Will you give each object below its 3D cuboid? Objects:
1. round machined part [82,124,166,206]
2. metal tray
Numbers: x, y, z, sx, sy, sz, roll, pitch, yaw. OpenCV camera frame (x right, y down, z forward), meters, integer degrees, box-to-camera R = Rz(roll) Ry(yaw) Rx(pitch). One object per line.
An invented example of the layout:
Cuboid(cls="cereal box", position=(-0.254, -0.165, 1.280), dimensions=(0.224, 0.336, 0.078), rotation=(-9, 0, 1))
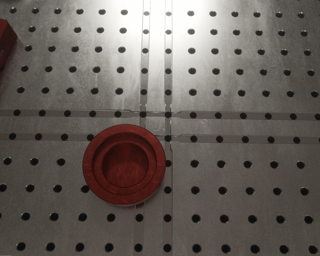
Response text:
Cuboid(cls="round machined part", position=(-0.042, 0.048, 0.385), dimensions=(0.099, 0.042, 0.098), rotation=(0, 70, -1))
Cuboid(cls="metal tray", position=(-0.276, -0.101, 0.442), dimensions=(0.090, 0.030, 0.130), rotation=(12, 70, 4))
